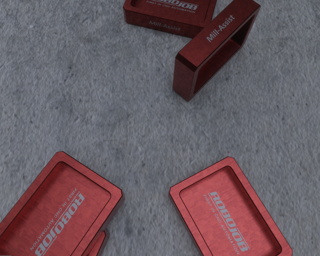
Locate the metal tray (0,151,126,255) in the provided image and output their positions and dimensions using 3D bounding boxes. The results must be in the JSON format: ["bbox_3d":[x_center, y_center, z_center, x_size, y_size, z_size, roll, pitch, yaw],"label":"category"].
[{"bbox_3d":[-0.110,0.102,0.334,0.090,0.030,0.130,31,73,10],"label":"metal tray"}]

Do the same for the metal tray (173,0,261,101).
[{"bbox_3d":[0.072,-0.104,0.412,0.030,0.090,0.130,41,75,13],"label":"metal tray"}]

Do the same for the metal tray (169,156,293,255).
[{"bbox_3d":[0.079,0.110,0.365,0.090,0.030,0.130,-27,72,-10],"label":"metal tray"}]

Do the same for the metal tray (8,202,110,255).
[{"bbox_3d":[-0.125,0.161,0.345,0.090,0.030,0.130,21,71,7],"label":"metal tray"}]

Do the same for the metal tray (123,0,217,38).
[{"bbox_3d":[0.019,-0.193,0.476,0.131,0.030,0.090,15,70,5],"label":"metal tray"}]
